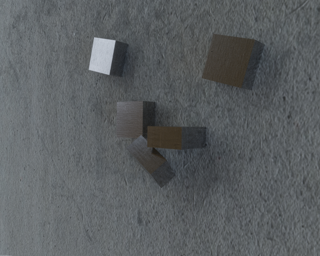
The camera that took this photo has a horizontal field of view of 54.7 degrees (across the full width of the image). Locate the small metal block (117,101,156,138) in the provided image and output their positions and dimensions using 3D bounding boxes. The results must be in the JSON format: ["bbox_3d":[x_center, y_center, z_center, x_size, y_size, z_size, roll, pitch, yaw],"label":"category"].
[{"bbox_3d":[-0.034,-0.011,0.433,0.050,0.025,0.050,1,91,40],"label":"small metal block"}]

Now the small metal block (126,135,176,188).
[{"bbox_3d":[-0.011,0.043,0.395,0.025,0.050,0.050,-42,58,-9],"label":"small metal block"}]

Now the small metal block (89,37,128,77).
[{"bbox_3d":[-0.079,-0.108,0.470,0.050,0.025,0.050,20,103,38],"label":"small metal block"}]

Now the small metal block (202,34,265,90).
[{"bbox_3d":[0.079,-0.072,0.339,0.050,0.025,0.050,22,104,37],"label":"small metal block"}]

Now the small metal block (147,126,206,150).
[{"bbox_3d":[0.020,0.011,0.372,0.050,0.050,0.025,2,91,40],"label":"small metal block"}]
